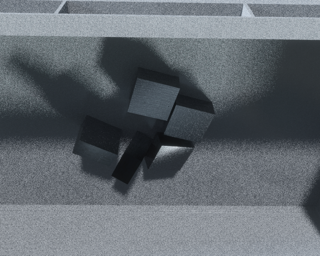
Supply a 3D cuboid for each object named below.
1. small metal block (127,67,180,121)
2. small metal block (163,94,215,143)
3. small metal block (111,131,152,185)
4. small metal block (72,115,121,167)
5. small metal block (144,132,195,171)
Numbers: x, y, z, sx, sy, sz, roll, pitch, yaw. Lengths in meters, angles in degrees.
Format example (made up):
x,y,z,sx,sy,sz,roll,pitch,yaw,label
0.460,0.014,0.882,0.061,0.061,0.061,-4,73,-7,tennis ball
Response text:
x,y,z,sx,sy,sz,roll,pitch,yaw,label
-0.008,-0.040,0.374,0.050,0.025,0.050,13,129,-11,small metal block
0.036,-0.012,0.399,0.050,0.025,0.050,13,129,-11,small metal block
-0.038,0.040,0.423,0.025,0.050,0.050,30,126,-2,small metal block
-0.081,0.016,0.406,0.050,0.050,0.025,24,126,-19,small metal block
0.012,0.033,0.429,0.050,0.025,0.050,5,132,-27,small metal block
